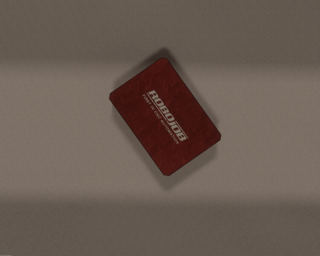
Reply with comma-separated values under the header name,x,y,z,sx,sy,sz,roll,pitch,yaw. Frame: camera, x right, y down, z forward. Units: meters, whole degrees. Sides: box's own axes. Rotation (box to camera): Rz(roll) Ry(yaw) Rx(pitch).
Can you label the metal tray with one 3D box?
name,x,y,z,sx,sy,sz,roll,pitch,yaw
metal tray,0.007,-0.014,0.409,0.090,0.030,0.130,-35,90,-1
